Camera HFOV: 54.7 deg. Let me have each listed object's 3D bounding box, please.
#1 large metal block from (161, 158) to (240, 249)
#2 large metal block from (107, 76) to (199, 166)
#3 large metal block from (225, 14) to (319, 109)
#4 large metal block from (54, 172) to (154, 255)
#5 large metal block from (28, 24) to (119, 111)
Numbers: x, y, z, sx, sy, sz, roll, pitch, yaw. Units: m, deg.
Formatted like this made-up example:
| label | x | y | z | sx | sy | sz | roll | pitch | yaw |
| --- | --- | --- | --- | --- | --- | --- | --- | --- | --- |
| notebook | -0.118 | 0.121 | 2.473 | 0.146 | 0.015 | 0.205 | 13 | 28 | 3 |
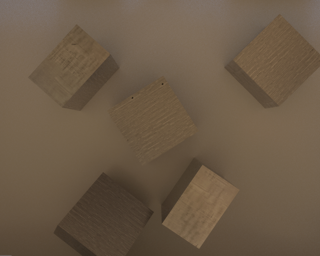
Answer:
| label | x | y | z | sx | sy | sz | roll | pitch | yaw |
| --- | --- | --- | --- | --- | --- | --- | --- | --- | --- |
| large metal block | 0.045 | 0.088 | 0.385 | 0.050 | 0.080 | 0.080 | 34 | 90 | -1 |
| large metal block | -0.009 | -0.009 | 0.399 | 0.080 | 0.050 | 0.080 | -32 | 90 | 0 |
| large metal block | 0.145 | -0.083 | 0.401 | 0.080 | 0.050 | 0.080 | -45 | 91 | 0 |
| large metal block | -0.068 | 0.116 | 0.379 | 0.080 | 0.050 | 0.080 | 39 | 54 | 0 |
| large metal block | -0.101 | -0.069 | 0.383 | 0.050 | 0.080 | 0.080 | 42 | 90 | -1 |
